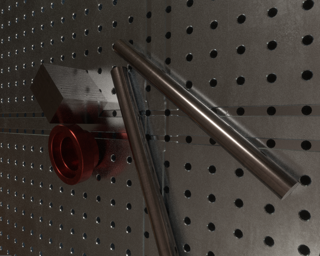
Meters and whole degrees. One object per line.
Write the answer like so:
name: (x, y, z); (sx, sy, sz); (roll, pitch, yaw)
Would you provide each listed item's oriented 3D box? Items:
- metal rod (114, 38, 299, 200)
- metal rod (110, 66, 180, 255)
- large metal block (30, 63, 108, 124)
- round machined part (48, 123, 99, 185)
metal rod: (0.035, -0.029, 0.378); (0.300, 0.025, 0.025); (44, 117, 30)
metal rod: (-0.020, 0.055, 0.423); (0.025, 0.025, 0.299); (-26, 74, 37)
large metal block: (-0.143, -0.052, 0.489); (0.050, 0.081, 0.080); (-52, 60, 27)
round machined part: (-0.136, 0.039, 0.500); (0.098, 0.042, 0.097); (11, 107, 40)
